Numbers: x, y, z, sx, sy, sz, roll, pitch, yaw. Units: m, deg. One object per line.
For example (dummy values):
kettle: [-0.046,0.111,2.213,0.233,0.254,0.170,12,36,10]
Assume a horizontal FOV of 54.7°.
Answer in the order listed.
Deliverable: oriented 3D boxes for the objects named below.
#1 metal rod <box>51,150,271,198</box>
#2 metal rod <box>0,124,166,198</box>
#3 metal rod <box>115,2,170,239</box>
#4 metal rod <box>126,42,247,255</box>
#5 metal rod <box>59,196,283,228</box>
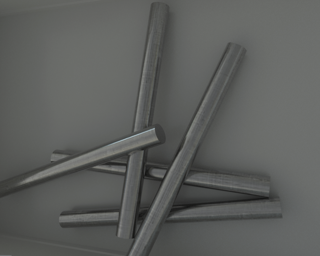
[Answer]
metal rod: [-0.013,0.057,0.412,0.301,0.025,0.025,5,92,19]
metal rod: [-0.129,0.053,0.426,0.300,0.025,0.025,-20,84,24]
metal rod: [-0.021,-0.013,0.397,0.025,0.025,0.298,7,86,19]
metal rod: [0.029,0.037,0.377,0.025,0.025,0.299,26,90,18]
metal rod: [0.000,0.113,0.408,0.301,0.025,0.025,-9,87,19]
